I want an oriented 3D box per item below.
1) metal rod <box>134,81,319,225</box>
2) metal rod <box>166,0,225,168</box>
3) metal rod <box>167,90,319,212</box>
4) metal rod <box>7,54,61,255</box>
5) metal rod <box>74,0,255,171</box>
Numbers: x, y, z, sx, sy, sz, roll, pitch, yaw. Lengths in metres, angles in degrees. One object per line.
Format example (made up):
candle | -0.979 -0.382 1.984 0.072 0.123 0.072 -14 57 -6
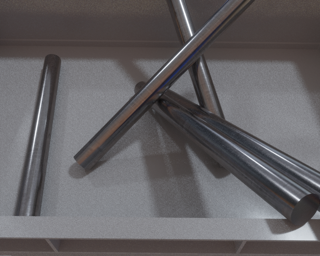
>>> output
metal rod | 0.035 -0.001 0.330 0.025 0.025 0.300 -21 29 -17
metal rod | 0.044 -0.095 0.407 0.025 0.025 0.299 -13 76 -11
metal rod | 0.070 0.007 0.318 0.025 0.025 0.300 -21 28 -17
metal rod | -0.153 0.007 0.397 0.025 0.025 0.300 -5 50 -5
metal rod | 0.010 -0.065 0.378 0.300 0.025 0.025 -46 61 -3
